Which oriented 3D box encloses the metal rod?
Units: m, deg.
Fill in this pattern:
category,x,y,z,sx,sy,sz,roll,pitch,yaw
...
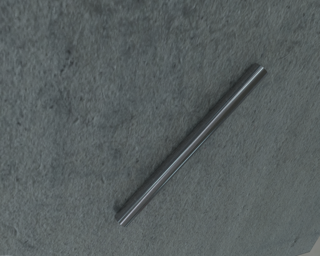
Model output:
category,x,y,z,sx,sy,sz,roll,pitch,yaw
metal rod,0.042,0.027,0.448,0.300,0.025,0.025,-48,129,5
